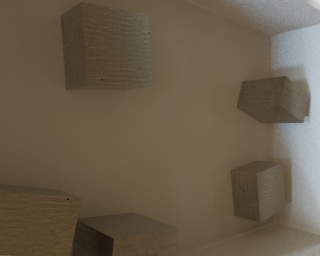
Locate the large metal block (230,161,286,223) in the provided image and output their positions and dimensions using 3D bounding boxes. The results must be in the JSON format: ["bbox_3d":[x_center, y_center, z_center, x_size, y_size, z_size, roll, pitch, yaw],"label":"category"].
[{"bbox_3d":[0.170,0.105,0.533,0.081,0.050,0.079,-10,97,-40],"label":"large metal block"}]

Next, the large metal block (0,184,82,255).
[{"bbox_3d":[-0.128,0.097,0.283,0.081,0.050,0.080,17,79,-39],"label":"large metal block"}]

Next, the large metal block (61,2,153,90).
[{"bbox_3d":[-0.058,-0.084,0.342,0.081,0.050,0.079,-6,94,-40],"label":"large metal block"}]

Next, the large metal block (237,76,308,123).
[{"bbox_3d":[0.193,-0.045,0.532,0.080,0.080,0.050,24,75,-38],"label":"large metal block"}]

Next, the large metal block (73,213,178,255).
[{"bbox_3d":[-0.039,0.129,0.338,0.081,0.080,0.050,7,86,-40],"label":"large metal block"}]
